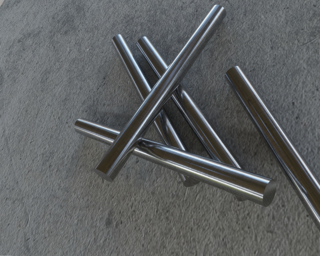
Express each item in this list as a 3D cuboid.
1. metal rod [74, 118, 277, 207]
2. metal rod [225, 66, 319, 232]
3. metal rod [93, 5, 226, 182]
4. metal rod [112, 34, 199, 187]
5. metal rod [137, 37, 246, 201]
[{"bbox_3d":[-0.012,0.026,0.368,0.300,0.025,0.025,16,70,42],"label":"metal rod"},{"bbox_3d":[0.136,0.043,0.306,0.025,0.025,0.299,-28,52,10],"label":"metal rod"},{"bbox_3d":[0.013,-0.061,0.400,0.025,0.025,0.301,15,58,34],"label":"metal rod"},{"bbox_3d":[-0.017,-0.046,0.440,0.025,0.025,0.300,-33,51,7],"label":"metal rod"},{"bbox_3d":[0.032,-0.035,0.408,0.025,0.025,0.300,-34,51,6],"label":"metal rod"}]
